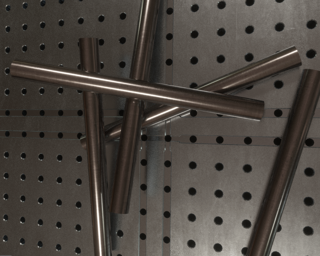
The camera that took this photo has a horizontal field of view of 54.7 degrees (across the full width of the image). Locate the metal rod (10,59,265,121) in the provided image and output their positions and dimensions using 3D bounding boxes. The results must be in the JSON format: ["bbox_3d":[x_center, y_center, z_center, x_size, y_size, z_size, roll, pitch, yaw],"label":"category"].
[{"bbox_3d":[-0.029,-0.046,0.373,0.302,0.025,0.025,10,94,3],"label":"metal rod"}]

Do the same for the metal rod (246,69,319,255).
[{"bbox_3d":[0.136,0.080,0.364,0.025,0.025,0.298,17,95,19],"label":"metal rod"}]

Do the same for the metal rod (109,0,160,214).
[{"bbox_3d":[-0.030,-0.043,0.399,0.025,0.025,0.298,6,83,19],"label":"metal rod"}]

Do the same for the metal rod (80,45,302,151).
[{"bbox_3d":[0.025,-0.031,0.402,0.300,0.025,0.025,-22,83,18],"label":"metal rod"}]

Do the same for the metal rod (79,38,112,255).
[{"bbox_3d":[-0.086,0.034,0.417,0.025,0.025,0.298,1,99,19],"label":"metal rod"}]
